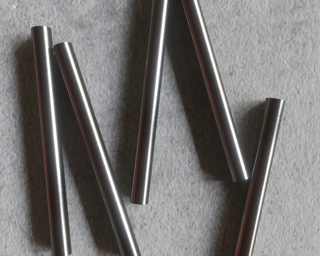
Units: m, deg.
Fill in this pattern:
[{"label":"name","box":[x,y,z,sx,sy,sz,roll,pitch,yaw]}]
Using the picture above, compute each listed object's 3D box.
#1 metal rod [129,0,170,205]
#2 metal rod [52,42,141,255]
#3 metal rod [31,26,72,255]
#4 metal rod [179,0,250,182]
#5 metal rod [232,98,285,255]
[{"label":"metal rod","box":[-0.012,-0.050,0.409,0.025,0.025,0.298,6,90,-1]},{"label":"metal rod","box":[-0.082,0.034,0.408,0.025,0.025,0.298,-18,90,0]},{"label":"metal rod","box":[-0.143,0.018,0.408,0.025,0.025,0.298,-5,90,-1]},{"label":"metal rod","box":[0.065,-0.076,0.410,0.025,0.025,0.298,-16,90,0]},{"label":"metal rod","box":[0.122,0.108,0.411,0.025,0.025,0.298,12,90,-1]}]
